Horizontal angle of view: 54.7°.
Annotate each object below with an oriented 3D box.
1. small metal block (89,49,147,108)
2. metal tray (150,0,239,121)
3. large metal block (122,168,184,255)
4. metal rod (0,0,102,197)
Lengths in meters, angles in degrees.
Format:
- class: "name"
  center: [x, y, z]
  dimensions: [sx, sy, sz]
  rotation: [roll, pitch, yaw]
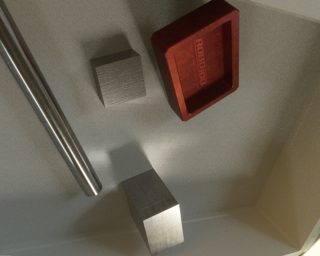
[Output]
- class: "small metal block"
  center: [-0.046, -0.056, 0.350]
  dimensions: [0.050, 0.025, 0.050]
  rotation: [-20, 126, -17]
- class: "metal tray"
  center: [0.047, -0.073, 0.363]
  dimensions: [0.090, 0.030, 0.130]
  rotation: [-32, 146, -8]
- class: "large metal block"
  center: [-0.010, 0.119, 0.443]
  dimensions: [0.050, 0.080, 0.079]
  rotation: [-21, 127, -17]
- class: "metal rod"
  center: [-0.124, -0.032, 0.321]
  dimensions: [0.025, 0.025, 0.298]
  rotation: [-27, 128, -12]
